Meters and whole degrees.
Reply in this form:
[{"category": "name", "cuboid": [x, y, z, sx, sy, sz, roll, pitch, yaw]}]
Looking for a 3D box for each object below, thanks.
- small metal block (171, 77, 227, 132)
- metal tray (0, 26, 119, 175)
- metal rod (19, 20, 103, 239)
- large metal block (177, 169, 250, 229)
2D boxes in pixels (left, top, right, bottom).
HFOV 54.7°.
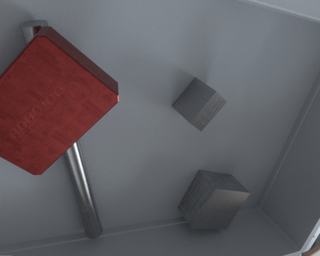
[{"category": "small metal block", "cuboid": [0.050, -0.031, 0.402, 0.025, 0.050, 0.050, 35, 99, -39]}, {"category": "metal tray", "cuboid": [-0.115, -0.020, 0.301, 0.130, 0.030, 0.090, -41, 120, 16]}, {"category": "metal rod", "cuboid": [-0.106, 0.027, 0.368, 0.025, 0.025, 0.298, -18, 126, -19]}, {"category": "large metal block", "cuboid": [0.089, 0.121, 0.519, 0.081, 0.050, 0.080, 14, 111, -35]}]
